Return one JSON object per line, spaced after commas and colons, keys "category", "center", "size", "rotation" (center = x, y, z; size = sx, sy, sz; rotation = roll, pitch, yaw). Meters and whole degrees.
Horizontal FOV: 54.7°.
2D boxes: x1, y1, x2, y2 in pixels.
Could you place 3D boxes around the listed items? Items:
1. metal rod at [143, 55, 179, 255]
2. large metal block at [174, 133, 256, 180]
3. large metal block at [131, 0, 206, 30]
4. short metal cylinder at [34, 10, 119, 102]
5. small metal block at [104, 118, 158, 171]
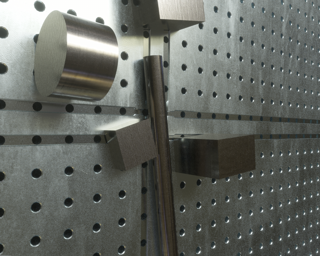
{"category": "metal rod", "center": [0.003, 0.056, 0.413], "size": [0.025, 0.025, 0.298], "rotation": [-8, 96, -40]}
{"category": "large metal block", "center": [0.078, 0.036, 0.441], "size": [0.081, 0.080, 0.050], "rotation": [-5, 94, -40]}
{"category": "large metal block", "center": [0.009, -0.174, 0.402], "size": [0.081, 0.050, 0.079], "rotation": [-14, 99, -39]}
{"category": "short metal cylinder", "center": [-0.084, -0.068, 0.304], "size": [0.050, 0.080, 0.080], "rotation": [4, 88, -40]}
{"category": "small metal block", "center": [-0.035, 0.019, 0.382], "size": [0.050, 0.025, 0.050], "rotation": [-22, 104, -38]}
